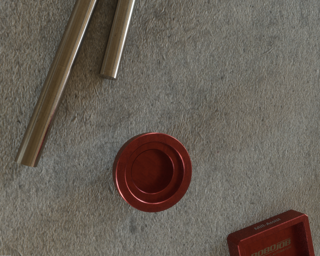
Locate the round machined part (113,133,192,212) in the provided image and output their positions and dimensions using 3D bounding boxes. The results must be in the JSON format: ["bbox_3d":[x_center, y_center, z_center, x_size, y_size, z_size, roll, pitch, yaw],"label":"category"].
[{"bbox_3d":[-0.012,0.054,0.396,0.099,0.042,0.097,0,90,-21],"label":"round machined part"}]

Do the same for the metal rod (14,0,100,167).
[{"bbox_3d":[-0.106,-0.100,0.370,0.025,0.025,0.299,21,83,-19],"label":"metal rod"}]

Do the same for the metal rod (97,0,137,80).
[{"bbox_3d":[-0.032,-0.208,0.397,0.025,0.025,0.298,15,85,-20],"label":"metal rod"}]

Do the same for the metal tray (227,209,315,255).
[{"bbox_3d":[0.172,0.189,0.472,0.131,0.030,0.089,-13,95,-20],"label":"metal tray"}]
